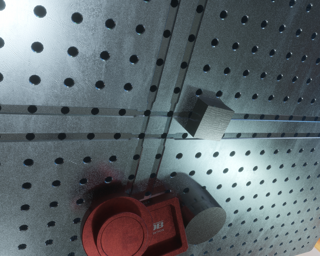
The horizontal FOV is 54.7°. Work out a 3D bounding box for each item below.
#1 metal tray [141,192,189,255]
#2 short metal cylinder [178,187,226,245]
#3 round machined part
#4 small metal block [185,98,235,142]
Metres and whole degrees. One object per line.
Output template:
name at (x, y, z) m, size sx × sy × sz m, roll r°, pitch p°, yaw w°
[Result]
metal tray at (-0.029, 0.160, 0.466) m, size 0.131 × 0.030 × 0.089 m, roll -14°, pitch 97°, yaw -20°
short metal cylinder at (0.063, 0.147, 0.521) m, size 0.081 × 0.050 × 0.079 m, roll -14°, pitch 124°, yaw -21°
round machined part at (-0.055, 0.141, 0.416) m, size 0.099 × 0.042 × 0.097 m, roll -1°, pitch 93°, yaw -21°
small metal block at (0.071, -0.011, 0.443) m, size 0.050 × 0.025 × 0.050 m, roll 9°, pitch 114°, yaw -33°
